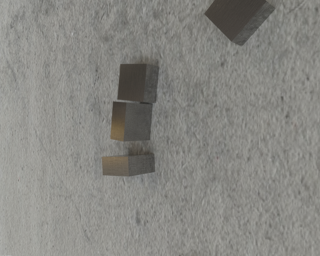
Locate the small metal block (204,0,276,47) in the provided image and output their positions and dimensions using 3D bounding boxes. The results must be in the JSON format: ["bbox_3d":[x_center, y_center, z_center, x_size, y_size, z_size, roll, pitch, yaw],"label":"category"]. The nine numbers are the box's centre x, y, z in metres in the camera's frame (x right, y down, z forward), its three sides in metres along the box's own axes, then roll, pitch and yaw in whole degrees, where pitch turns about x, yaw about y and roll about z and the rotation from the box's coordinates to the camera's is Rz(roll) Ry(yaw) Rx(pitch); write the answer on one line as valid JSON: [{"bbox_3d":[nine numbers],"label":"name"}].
[{"bbox_3d":[0.085,-0.126,0.334,0.050,0.025,0.050,-49,61,28],"label":"small metal block"}]

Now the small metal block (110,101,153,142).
[{"bbox_3d":[-0.038,-0.009,0.418,0.025,0.050,0.050,8,95,39],"label":"small metal block"}]

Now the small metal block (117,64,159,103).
[{"bbox_3d":[-0.030,-0.062,0.428,0.050,0.025,0.050,9,96,39],"label":"small metal block"}]

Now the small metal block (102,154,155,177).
[{"bbox_3d":[-0.043,0.050,0.422,0.050,0.050,0.025,-5,87,39],"label":"small metal block"}]
